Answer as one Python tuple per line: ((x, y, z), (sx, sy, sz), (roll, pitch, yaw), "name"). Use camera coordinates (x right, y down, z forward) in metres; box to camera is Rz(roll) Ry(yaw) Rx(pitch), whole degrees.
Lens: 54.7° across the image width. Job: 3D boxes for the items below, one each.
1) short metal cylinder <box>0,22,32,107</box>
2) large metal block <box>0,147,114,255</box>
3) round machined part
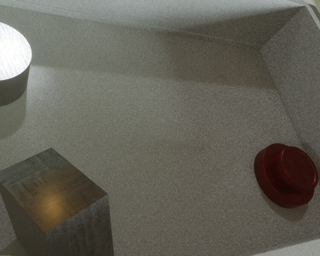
((-0.184, -0.069, 0.333), (0.081, 0.050, 0.080), (14, 56, -21), "short metal cylinder")
((-0.086, 0.076, 0.259), (0.080, 0.079, 0.050), (29, 42, 35), "large metal block")
((0.194, 0.066, 0.461), (0.099, 0.042, 0.098), (14, 56, -21), "round machined part")
